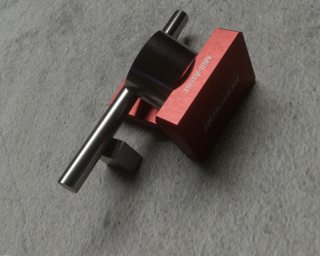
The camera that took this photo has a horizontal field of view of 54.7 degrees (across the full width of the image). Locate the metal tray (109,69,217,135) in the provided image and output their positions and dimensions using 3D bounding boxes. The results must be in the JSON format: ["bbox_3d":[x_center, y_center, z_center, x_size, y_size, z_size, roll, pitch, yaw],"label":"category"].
[{"bbox_3d":[0.003,-0.042,0.425,0.130,0.030,0.090,20,72,35],"label":"metal tray"}]

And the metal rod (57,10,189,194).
[{"bbox_3d":[-0.034,-0.052,0.404,0.025,0.025,0.300,11,58,32],"label":"metal rod"}]

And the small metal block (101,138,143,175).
[{"bbox_3d":[-0.058,0.033,0.398,0.050,0.050,0.025,14,69,33],"label":"small metal block"}]

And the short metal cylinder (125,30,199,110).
[{"bbox_3d":[0.003,-0.065,0.360,0.050,0.080,0.080,33,78,4],"label":"short metal cylinder"}]

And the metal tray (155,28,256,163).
[{"bbox_3d":[0.058,-0.035,0.354,0.030,0.090,0.130,25,75,36],"label":"metal tray"}]
